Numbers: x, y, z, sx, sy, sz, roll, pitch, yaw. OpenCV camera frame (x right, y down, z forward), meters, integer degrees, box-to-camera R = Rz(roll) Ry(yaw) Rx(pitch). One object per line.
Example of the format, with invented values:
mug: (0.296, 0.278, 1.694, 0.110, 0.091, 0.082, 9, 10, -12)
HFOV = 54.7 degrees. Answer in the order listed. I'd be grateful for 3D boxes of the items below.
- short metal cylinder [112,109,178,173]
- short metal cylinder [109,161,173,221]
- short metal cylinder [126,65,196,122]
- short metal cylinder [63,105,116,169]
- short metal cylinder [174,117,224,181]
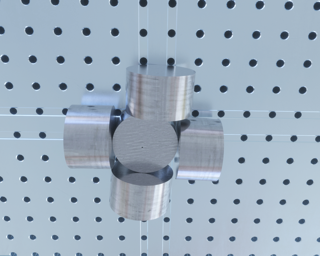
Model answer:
short metal cylinder: (-0.019, 0.011, 0.404, 0.081, 0.050, 0.079, -1, 110, -1)
short metal cylinder: (-0.025, 0.077, 0.411, 0.081, 0.080, 0.050, 6, 110, -2)
short metal cylinder: (0.000, -0.044, 0.367, 0.081, 0.080, 0.050, 3, 110, -1)
short metal cylinder: (-0.084, 0.011, 0.387, 0.050, 0.080, 0.079, 1, 110, -1)
short metal cylinder: (0.047, 0.026, 0.394, 0.050, 0.080, 0.079, 3, 110, -2)
